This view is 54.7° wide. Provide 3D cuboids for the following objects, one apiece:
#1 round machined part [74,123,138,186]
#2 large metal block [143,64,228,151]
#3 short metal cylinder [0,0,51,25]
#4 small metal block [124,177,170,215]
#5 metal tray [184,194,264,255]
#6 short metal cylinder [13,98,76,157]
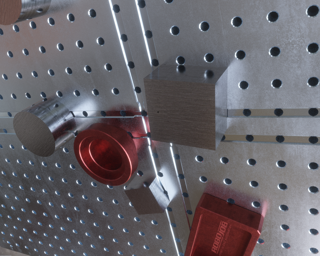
[{"bbox_3d":[-0.075,0.035,0.462,0.098,0.042,0.097,13,124,21],"label":"round machined part"},{"bbox_3d":[0.032,-0.026,0.362,0.080,0.050,0.079,8,122,24],"label":"large metal block"},{"bbox_3d":[-0.184,-0.174,0.385,0.080,0.050,0.079,13,124,21],"label":"short metal cylinder"},{"bbox_3d":[-0.020,0.108,0.489,0.050,0.025,0.050,-15,111,34],"label":"small metal block"},{"bbox_3d":[0.091,0.167,0.463,0.090,0.030,0.129,19,126,17],"label":"metal tray"},{"bbox_3d":[-0.181,-0.001,0.490,0.080,0.050,0.079,13,124,21],"label":"short metal cylinder"}]
